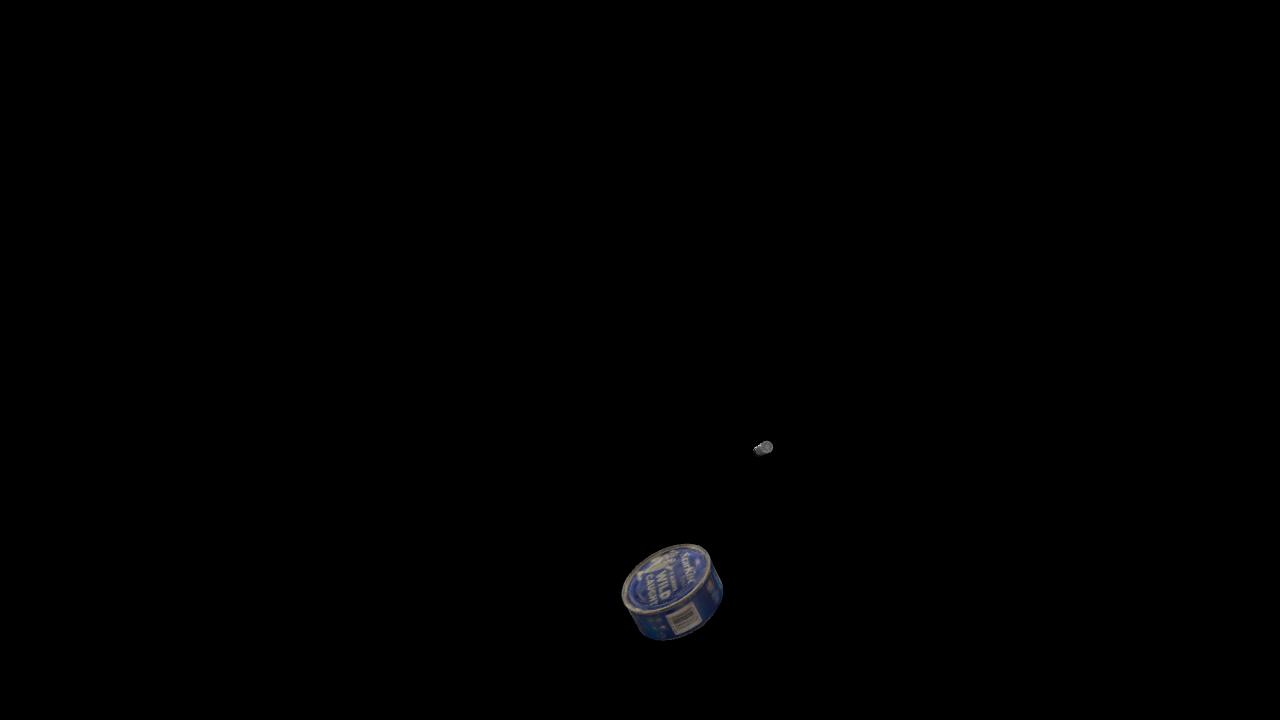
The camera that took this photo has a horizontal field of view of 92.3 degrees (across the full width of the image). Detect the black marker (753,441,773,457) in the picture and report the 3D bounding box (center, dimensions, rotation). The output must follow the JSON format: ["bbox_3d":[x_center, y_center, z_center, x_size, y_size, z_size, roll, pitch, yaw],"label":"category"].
[{"bbox_3d":[0.196,0.143,0.986,0.020,0.020,0.121,0,-11,5],"label":"black marker"}]

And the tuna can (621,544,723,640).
[{"bbox_3d":[0.029,0.199,0.531,0.084,0.034,0.084,-25,14,6],"label":"tuna can"}]
